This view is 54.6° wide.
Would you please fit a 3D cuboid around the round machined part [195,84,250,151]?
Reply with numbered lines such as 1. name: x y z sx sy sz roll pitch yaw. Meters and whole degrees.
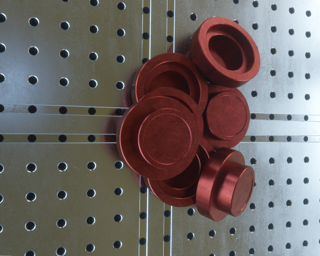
1. round machined part: 0.086 -0.016 0.434 0.099 0.042 0.097 0 90 -20

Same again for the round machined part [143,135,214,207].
1. round machined part: 0.023 0.051 0.412 0.099 0.042 0.097 0 90 -20

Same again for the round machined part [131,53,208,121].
1. round machined part: 0.010 -0.046 0.407 0.099 0.042 0.097 0 90 -20

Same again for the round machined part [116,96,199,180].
1. round machined part: 0.002 0.012 0.359 0.099 0.042 0.097 0 90 -20

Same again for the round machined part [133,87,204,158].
1. round machined part: 0.004 -0.002 0.404 0.099 0.042 0.097 0 90 -20

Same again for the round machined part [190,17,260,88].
1. round machined part: 0.084 -0.097 0.422 0.099 0.042 0.098 10 65 -23

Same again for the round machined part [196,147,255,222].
1. round machined part: 0.092 0.078 0.411 0.099 0.042 0.097 -24 121 -46
